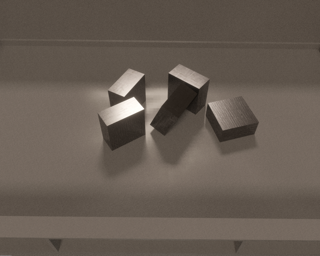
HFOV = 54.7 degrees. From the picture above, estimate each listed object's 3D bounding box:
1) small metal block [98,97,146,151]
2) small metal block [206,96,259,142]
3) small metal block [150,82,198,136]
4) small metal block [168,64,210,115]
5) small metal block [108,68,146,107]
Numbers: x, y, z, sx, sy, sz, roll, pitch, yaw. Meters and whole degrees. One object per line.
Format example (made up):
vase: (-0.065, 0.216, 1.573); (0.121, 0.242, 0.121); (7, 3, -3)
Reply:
small metal block: (-0.047, -0.005, 0.392); (0.050, 0.050, 0.025); (-27, 55, -21)
small metal block: (0.096, -0.013, 0.417); (0.050, 0.025, 0.050); (-12, 51, -11)
small metal block: (0.017, -0.024, 0.406); (0.025, 0.050, 0.050); (38, 57, 2)
small metal block: (0.039, -0.054, 0.435); (0.050, 0.050, 0.025); (32, 57, 23)
small metal block: (-0.044, -0.045, 0.426); (0.025, 0.050, 0.050); (23, 54, 18)
